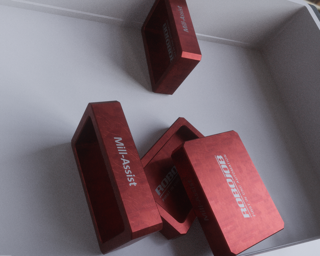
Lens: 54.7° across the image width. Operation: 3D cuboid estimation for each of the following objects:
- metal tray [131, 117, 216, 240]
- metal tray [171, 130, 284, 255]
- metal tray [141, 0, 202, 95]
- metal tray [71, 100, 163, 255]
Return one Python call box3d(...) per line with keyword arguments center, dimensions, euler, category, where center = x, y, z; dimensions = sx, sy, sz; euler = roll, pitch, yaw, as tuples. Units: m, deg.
box3d(center=(0.021, 0.056, 0.380), dimensions=(0.090, 0.030, 0.131), euler=(43, 51, 1), category="metal tray")
box3d(center=(0.079, 0.072, 0.364), dimensions=(0.091, 0.030, 0.130), euler=(-11, 68, -34), category="metal tray")
box3d(center=(0.011, -0.125, 0.447), dimensions=(0.030, 0.090, 0.130), euler=(4, 60, -27), category="metal tray")
box3d(center=(-0.050, 0.050, 0.307), dimensions=(0.030, 0.090, 0.130), euler=(-8, 66, -32), category="metal tray")
